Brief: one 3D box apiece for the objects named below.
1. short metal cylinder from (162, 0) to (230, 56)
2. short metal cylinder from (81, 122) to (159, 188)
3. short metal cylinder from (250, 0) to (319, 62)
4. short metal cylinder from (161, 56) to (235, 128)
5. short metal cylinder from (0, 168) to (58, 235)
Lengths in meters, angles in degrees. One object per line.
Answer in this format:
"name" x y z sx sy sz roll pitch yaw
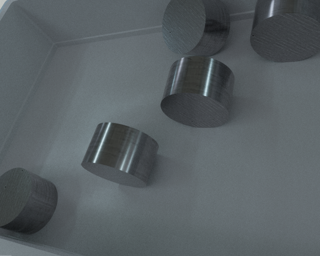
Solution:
"short metal cylinder" 0.048 -0.141 0.426 0.080 0.050 0.079 9 102 48
"short metal cylinder" -0.047 0.034 0.374 0.080 0.080 0.050 4 64 30
"short metal cylinder" 0.151 -0.123 0.366 0.080 0.080 0.050 1 63 29
"short metal cylinder" 0.046 -0.041 0.372 0.080 0.080 0.050 0 62 28
"short metal cylinder" -0.191 0.101 0.428 0.080 0.050 0.080 -13 56 21
